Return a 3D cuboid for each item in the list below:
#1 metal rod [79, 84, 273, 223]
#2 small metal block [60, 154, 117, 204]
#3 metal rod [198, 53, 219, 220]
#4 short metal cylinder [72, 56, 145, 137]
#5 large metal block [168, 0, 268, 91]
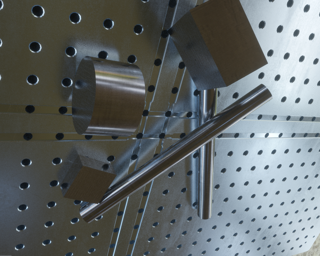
[{"bbox_3d":[0.019,0.036,0.423,0.300,0.025,0.025,-35,130,3],"label":"metal rod"},{"bbox_3d":[-0.093,0.068,0.403,0.050,0.025,0.050,24,105,-37],"label":"small metal block"},{"bbox_3d":[0.071,0.029,0.469,0.025,0.025,0.298,-17,126,-19],"label":"metal rod"},{"bbox_3d":[-0.057,-0.032,0.326,0.050,0.080,0.079,4,117,-31],"label":"short metal cylinder"},{"bbox_3d":[0.058,-0.089,0.335,0.050,0.080,0.080,-30,100,-10],"label":"large metal block"}]
